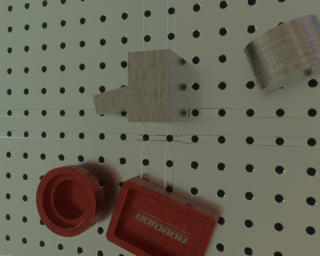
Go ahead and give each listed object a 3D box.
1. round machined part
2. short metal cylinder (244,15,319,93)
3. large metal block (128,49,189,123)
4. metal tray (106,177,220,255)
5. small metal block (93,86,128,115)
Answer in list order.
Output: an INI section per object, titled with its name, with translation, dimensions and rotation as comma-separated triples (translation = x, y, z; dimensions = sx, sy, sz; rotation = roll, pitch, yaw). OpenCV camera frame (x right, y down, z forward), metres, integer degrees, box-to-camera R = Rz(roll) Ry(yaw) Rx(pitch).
[round machined part]
translation = -0.125, 0.102, 0.448
dimensions = 0.098, 0.042, 0.097
rotation = 0, 90, 20
[short metal cylinder]
translation = 0.139, -0.077, 0.334
dimensions = 0.080, 0.080, 0.050
rotation = -22, 83, 18
[large metal block]
translation = 0.001, -0.047, 0.383
dimensions = 0.050, 0.080, 0.079
rotation = 0, 90, 20
[metal tray]
translation = 0.001, 0.130, 0.409
dimensions = 0.130, 0.030, 0.089
rotation = 21, 97, 18
[small metal block]
translation = -0.053, -0.036, 0.418
dimensions = 0.050, 0.050, 0.025
rotation = -13, 86, 19
